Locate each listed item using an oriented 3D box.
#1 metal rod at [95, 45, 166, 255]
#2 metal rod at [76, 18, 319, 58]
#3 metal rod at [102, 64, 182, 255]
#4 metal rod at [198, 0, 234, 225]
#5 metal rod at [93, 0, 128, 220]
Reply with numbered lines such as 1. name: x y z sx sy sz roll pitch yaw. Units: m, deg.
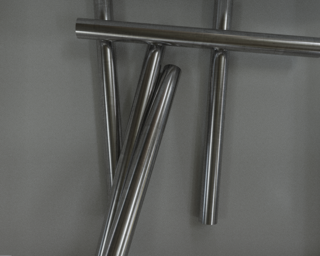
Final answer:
1. metal rod: -0.036 0.026 0.393 0.025 0.025 0.299 13 83 -1
2. metal rod: 0.049 -0.112 0.385 0.302 0.025 0.025 4 90 -1
3. metal rod: -0.023 0.053 0.351 0.025 0.025 0.300 17 65 0
4. metal rod: 0.075 -0.024 0.412 0.025 0.025 0.298 4 90 -1
5. metal rod: -0.065 -0.027 0.410 0.025 0.025 0.298 -4 90 -1
